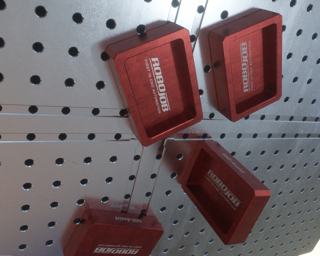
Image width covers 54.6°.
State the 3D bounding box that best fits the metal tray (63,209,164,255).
[{"bbox_3d":[-0.069,0.176,0.478,0.131,0.030,0.090,19,108,-36],"label":"metal tray"}]

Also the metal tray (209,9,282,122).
[{"bbox_3d":[0.120,-0.081,0.422,0.090,0.030,0.129,-26,128,-12],"label":"metal tray"}]

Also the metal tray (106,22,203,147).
[{"bbox_3d":[-0.001,-0.049,0.376,0.090,0.030,0.129,-25,128,-13],"label":"metal tray"}]

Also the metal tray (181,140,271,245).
[{"bbox_3d":[0.086,0.087,0.443,0.030,0.130,0.089,7,115,-31],"label":"metal tray"}]
